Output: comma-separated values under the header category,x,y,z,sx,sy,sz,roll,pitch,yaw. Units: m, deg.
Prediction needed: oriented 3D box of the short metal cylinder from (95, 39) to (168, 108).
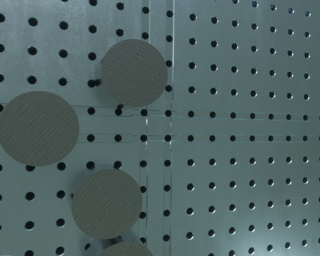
category,x,y,z,sx,sy,sz,roll,pitch,yaw
short metal cylinder,-0.037,-0.064,0.385,0.081,0.050,0.079,0,90,-20

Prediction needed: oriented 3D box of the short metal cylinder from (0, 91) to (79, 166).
category,x,y,z,sx,sy,sz,roll,pitch,yaw
short metal cylinder,-0.135,0.001,0.349,0.081,0.050,0.079,0,90,-20

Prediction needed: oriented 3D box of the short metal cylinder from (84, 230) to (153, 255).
category,x,y,z,sx,sy,sz,roll,pitch,yaw
short metal cylinder,-0.050,0.171,0.381,0.081,0.050,0.079,0,90,-20

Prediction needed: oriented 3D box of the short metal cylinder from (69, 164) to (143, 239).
category,x,y,z,sx,sy,sz,roll,pitch,yaw
short metal cylinder,-0.067,0.086,0.375,0.081,0.050,0.079,0,90,-20
